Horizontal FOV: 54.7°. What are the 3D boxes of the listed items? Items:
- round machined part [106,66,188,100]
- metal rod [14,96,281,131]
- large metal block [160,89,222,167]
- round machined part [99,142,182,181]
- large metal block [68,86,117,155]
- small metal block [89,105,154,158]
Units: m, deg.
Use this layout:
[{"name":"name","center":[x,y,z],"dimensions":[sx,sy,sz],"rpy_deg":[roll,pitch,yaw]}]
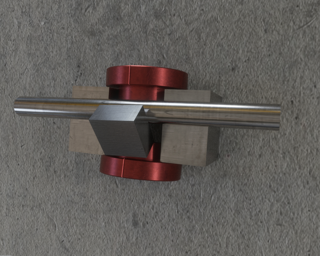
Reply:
[{"name":"round machined part","center":[-0.016,-0.047,0.377],"dimensions":[0.098,0.098,0.042],"rpy_deg":[4,92,20]},{"name":"metal rod","center":[-0.031,-0.018,0.336],"dimensions":[0.301,0.025,0.025],"rpy_deg":[4,91,20]},{"name":"large metal block","center":[0.040,-0.001,0.367],"dimensions":[0.050,0.080,0.079],"rpy_deg":[4,92,20]},{"name":"round machined part","center":[-0.022,0.036,0.379],"dimensions":[0.098,0.098,0.042],"rpy_deg":[5,87,20]},{"name":"large metal block","center":[-0.072,-0.010,0.406],"dimensions":[0.050,0.080,0.079],"rpy_deg":[5,92,20]},{"name":"small metal block","center":[-0.039,0.003,0.324],"dimensions":[0.050,0.025,0.050],"rpy_deg":[2,131,21]}]
